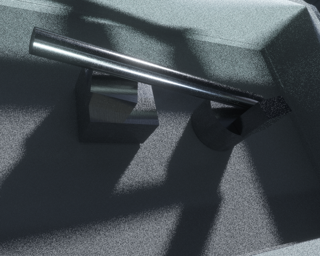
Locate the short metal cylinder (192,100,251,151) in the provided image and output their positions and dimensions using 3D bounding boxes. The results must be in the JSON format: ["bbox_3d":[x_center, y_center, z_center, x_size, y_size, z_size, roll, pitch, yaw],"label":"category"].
[{"bbox_3d":[0.094,-0.013,0.448,0.081,0.050,0.080,14,56,-21],"label":"short metal cylinder"}]

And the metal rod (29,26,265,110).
[{"bbox_3d":[0.012,-0.056,0.356,0.302,0.025,0.025,10,57,-32],"label":"metal rod"}]

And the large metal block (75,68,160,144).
[{"bbox_3d":[-0.054,-0.028,0.375,0.081,0.050,0.080,3,61,-27],"label":"large metal block"}]

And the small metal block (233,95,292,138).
[{"bbox_3d":[0.133,-0.015,0.405,0.050,0.050,0.025,-16,70,-35],"label":"small metal block"}]

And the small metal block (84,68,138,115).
[{"bbox_3d":[-0.052,-0.047,0.341,0.050,0.025,0.050,12,56,-22],"label":"small metal block"}]
